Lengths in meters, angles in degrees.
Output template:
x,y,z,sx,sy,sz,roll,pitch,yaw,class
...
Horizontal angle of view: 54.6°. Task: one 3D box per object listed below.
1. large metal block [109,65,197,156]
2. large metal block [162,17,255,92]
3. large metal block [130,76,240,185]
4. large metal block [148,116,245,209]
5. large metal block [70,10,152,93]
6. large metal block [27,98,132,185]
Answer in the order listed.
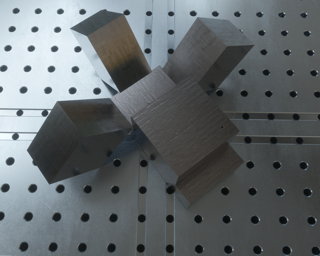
x,y,z,sx,sy,sz,roll,pitch,yaw,class
-0.007,-0.021,0.406,0.080,0.050,0.080,-36,74,-12,large metal block
0.063,-0.092,0.400,0.050,0.080,0.081,50,38,16,large metal block
0.025,0.004,0.343,0.080,0.050,0.080,-35,74,-13,large metal block
0.041,0.040,0.383,0.080,0.050,0.080,-35,73,-13,large metal block
-0.064,-0.101,0.403,0.050,0.080,0.080,-36,35,-12,large metal block
-0.092,0.012,0.362,0.050,0.080,0.080,50,119,16,large metal block
